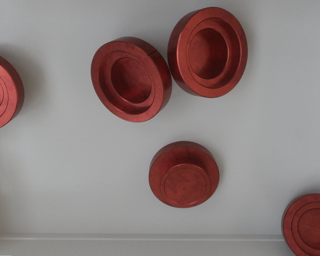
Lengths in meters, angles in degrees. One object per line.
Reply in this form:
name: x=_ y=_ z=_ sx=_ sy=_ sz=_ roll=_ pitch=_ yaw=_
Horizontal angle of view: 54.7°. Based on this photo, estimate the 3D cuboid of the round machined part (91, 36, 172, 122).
round machined part: x=-0.029 y=-0.059 z=0.365 sx=0.098 sy=0.042 sz=0.097 roll=15 pitch=124 yaw=23

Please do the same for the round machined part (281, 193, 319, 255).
round machined part: x=0.225 y=0.143 z=0.443 sx=0.098 sy=0.042 sz=0.097 roll=-2 pitch=79 yaw=12

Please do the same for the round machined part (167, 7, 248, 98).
round machined part: x=0.050 y=-0.085 z=0.357 sx=0.099 sy=0.042 sz=0.097 roll=-7 pitch=103 yaw=-29

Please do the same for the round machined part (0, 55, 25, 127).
round machined part: x=-0.217 y=-0.048 z=0.381 sx=0.099 sy=0.042 sz=0.097 roll=0 pitch=110 yaw=-1

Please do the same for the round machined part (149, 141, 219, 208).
round machined part: x=0.033 y=0.071 z=0.429 sx=0.099 sy=0.042 sz=0.097 roll=0 pitch=110 yaw=-1
